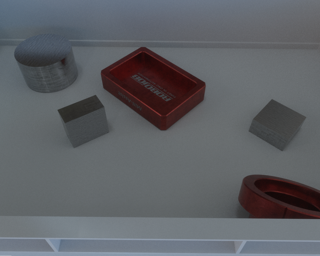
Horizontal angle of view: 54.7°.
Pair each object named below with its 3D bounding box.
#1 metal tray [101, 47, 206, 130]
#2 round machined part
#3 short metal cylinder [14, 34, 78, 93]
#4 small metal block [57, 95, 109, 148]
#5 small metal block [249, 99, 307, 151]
[{"bbox_3d":[-0.011,-0.063,0.454,0.130,0.030,0.090,36,58,26],"label":"metal tray"},{"bbox_3d":[0.126,0.084,0.304,0.099,0.042,0.098,11,10,-2],"label":"round machined part"},{"bbox_3d":[-0.170,-0.099,0.469,0.081,0.050,0.080,0,50,0],"label":"short metal cylinder"},{"bbox_3d":[-0.096,-0.008,0.394,0.050,0.050,0.025,-25,55,-20],"label":"small metal block"},{"bbox_3d":[0.156,-0.005,0.411,0.050,0.025,0.050,35,58,25],"label":"small metal block"}]
